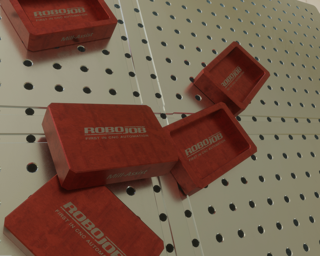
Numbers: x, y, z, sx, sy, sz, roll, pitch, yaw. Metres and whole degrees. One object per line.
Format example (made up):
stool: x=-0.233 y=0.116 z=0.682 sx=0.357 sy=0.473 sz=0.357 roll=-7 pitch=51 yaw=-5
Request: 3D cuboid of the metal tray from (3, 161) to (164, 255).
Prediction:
metal tray: x=-0.071 y=0.107 z=0.303 sx=0.130 sy=0.030 sz=0.090 roll=43 pitch=51 yaw=1

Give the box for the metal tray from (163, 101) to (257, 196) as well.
metal tray: x=0.065 y=0.023 z=0.427 sx=0.131 sy=0.030 sz=0.090 roll=-24 pitch=75 yaw=-37

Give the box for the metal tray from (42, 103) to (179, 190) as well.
metal tray: x=-0.053 y=0.015 z=0.345 sx=0.131 sy=0.030 sz=0.090 roll=-2 pitch=49 yaw=-38

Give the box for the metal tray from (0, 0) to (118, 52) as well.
metal tray: x=-0.136 y=-0.161 z=0.430 sx=0.131 sy=0.030 sz=0.090 roll=-24 pitch=75 yaw=-37

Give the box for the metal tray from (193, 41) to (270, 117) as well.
metal tray: x=0.125 y=-0.085 z=0.526 sx=0.090 sy=0.030 sz=0.131 roll=44 pitch=51 yaw=2
